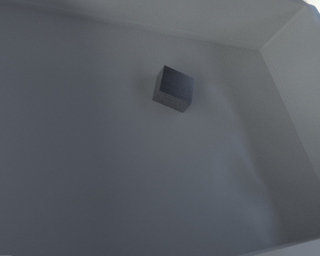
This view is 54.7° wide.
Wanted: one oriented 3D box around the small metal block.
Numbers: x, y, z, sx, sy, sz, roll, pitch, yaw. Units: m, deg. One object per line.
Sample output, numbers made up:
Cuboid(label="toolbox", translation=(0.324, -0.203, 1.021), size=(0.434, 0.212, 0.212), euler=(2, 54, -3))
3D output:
Cuboid(label="small metal block", translation=(0.020, -0.057, 0.453), size=(0.050, 0.025, 0.050), euler=(22, 54, -16))
